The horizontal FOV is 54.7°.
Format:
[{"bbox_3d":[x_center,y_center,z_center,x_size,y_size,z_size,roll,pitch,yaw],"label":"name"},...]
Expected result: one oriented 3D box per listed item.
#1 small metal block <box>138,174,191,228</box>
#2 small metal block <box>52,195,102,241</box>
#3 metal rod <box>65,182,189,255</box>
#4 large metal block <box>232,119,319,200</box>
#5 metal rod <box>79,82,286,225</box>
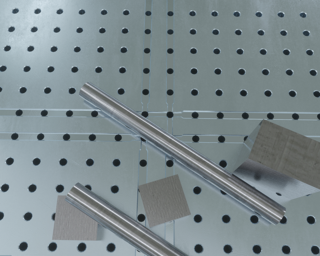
[{"bbox_3d":[0.005,0.090,0.379,0.050,0.025,0.050,-16,71,-6],"label":"small metal block"},{"bbox_3d":[-0.097,0.108,0.371,0.050,0.025,0.050,1,70,0],"label":"small metal block"},{"bbox_3d":[0.026,0.153,0.341,0.301,0.025,0.025,32,73,5],"label":"metal rod"},{"bbox_3d":[0.141,0.040,0.369,0.080,0.080,0.050,24,72,8],"label":"large metal block"},{"bbox_3d":[0.020,0.027,0.401,0.301,0.025,0.025,33,73,11],"label":"metal rod"}]
